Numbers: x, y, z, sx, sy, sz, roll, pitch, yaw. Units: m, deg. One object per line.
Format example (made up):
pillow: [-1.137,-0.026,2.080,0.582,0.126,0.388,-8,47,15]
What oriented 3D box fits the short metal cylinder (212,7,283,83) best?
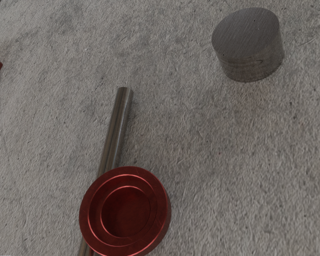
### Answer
short metal cylinder: [0.112,-0.105,0.393,0.080,0.050,0.080,-13,56,20]

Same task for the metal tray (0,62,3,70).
metal tray: [-0.418,-0.109,0.683,0.130,0.030,0.090,-1,61,27]

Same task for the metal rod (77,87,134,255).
metal rod: [-0.071,0.077,0.392,0.025,0.025,0.299,-6,59,25]

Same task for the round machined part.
round machined part: [-0.035,0.095,0.344,0.098,0.042,0.098,-7,59,11]
